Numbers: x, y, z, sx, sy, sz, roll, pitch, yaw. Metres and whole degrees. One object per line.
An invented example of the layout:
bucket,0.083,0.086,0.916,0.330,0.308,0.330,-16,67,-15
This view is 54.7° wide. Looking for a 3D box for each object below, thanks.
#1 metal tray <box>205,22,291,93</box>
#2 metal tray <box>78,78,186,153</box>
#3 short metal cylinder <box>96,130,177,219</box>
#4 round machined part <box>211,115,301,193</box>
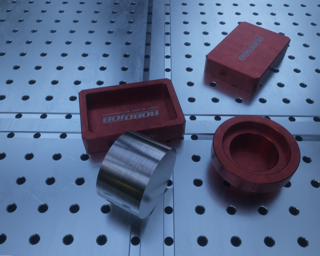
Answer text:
metal tray,0.144,-0.120,0.507,0.090,0.030,0.131,29,56,22
metal tray,-0.039,-0.020,0.420,0.131,0.030,0.090,-9,51,-8
short metal cylinder,-0.023,0.048,0.331,0.050,0.080,0.080,23,54,18
round machined part,0.110,0.034,0.369,0.099,0.042,0.098,0,50,0
